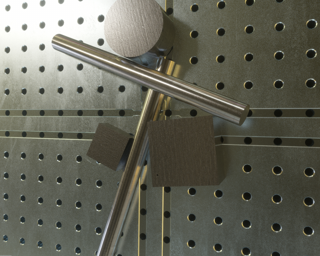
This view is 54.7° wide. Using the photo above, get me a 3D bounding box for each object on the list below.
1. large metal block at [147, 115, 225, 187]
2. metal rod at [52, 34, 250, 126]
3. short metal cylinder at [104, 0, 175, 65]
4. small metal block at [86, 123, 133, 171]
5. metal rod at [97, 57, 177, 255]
[{"bbox_3d":[0.034,0.028,0.387,0.080,0.050,0.080,-5,88,19],"label":"large metal block"},{"bbox_3d":[-0.031,-0.071,0.399,0.300,0.025,0.025,25,98,26],"label":"metal rod"},{"bbox_3d":[-0.026,-0.128,0.407,0.080,0.050,0.079,0,90,19],"label":"short metal cylinder"},{"bbox_3d":[-0.068,0.026,0.435,0.050,0.025,0.050,26,98,17],"label":"small metal block"},{"bbox_3d":[-0.036,0.052,0.424,0.025,0.025,0.298,20,96,18],"label":"metal rod"}]
